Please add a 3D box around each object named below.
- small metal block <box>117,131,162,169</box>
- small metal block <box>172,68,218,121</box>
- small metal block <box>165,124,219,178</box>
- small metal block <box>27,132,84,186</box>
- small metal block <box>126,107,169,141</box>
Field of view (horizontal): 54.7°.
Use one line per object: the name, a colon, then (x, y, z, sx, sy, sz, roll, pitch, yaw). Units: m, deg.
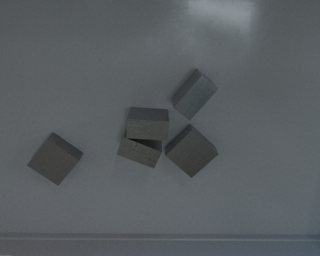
small metal block: (-0.026, 0.023, 0.406, 0.050, 0.050, 0.025, 22, 109, -8)
small metal block: (0.041, -0.043, 0.383, 0.025, 0.050, 0.050, 37, 106, -13)
small metal block: (0.042, 0.031, 0.424, 0.050, 0.025, 0.050, 42, 104, -14)
small metal block: (-0.143, 0.043, 0.425, 0.050, 0.025, 0.050, 38, 105, -13)
small metal block: (-0.015, -0.006, 0.395, 0.050, 0.050, 0.025, 4, 110, -2)
